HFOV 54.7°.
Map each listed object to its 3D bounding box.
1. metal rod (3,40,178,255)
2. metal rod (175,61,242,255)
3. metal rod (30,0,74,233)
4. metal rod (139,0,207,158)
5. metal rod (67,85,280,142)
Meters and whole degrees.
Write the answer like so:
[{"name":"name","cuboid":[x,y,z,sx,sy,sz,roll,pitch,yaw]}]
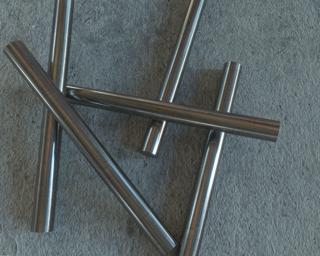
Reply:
[{"name":"metal rod","cuboid":[-0.082,0.021,0.364,0.025,0.025,0.300,-38,88,-13]},{"name":"metal rod","cuboid":[0.062,0.047,0.390,0.025,0.025,0.299,15,71,5]},{"name":"metal rod","cuboid":[-0.133,-0.026,0.390,0.025,0.025,0.299,2,80,1]},{"name":"metal rod","cuboid":[0.028,-0.101,0.444,0.025,0.025,0.299,16,71,5]},{"name":"metal rod","cuboid":[-0.009,-0.024,0.390,0.301,0.025,0.025,11,70,14]}]
